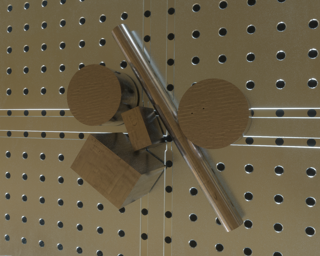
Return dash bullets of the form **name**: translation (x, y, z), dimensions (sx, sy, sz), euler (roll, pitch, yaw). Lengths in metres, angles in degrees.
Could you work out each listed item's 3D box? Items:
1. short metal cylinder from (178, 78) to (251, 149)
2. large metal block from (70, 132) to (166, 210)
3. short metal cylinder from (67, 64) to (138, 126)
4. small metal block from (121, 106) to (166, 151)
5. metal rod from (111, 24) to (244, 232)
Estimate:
- **short metal cylinder**: translation (0.067, -0.016, 0.372), dimensions (0.080, 0.050, 0.079), euler (0, 90, 20)
- **large metal block**: translation (-0.050, 0.049, 0.396), dimensions (0.080, 0.080, 0.050), euler (36, 102, 17)
- **short metal cylinder**: translation (-0.078, -0.043, 0.423), dimensions (0.080, 0.050, 0.079), euler (0, 90, 20)
- **small metal block**: translation (-0.021, 0.001, 0.402), dimensions (0.025, 0.050, 0.050), euler (-22, 83, 19)
- **metal rod**: translation (0.017, -0.008, 0.402), dimensions (0.025, 0.025, 0.299), euler (-33, 80, 17)
